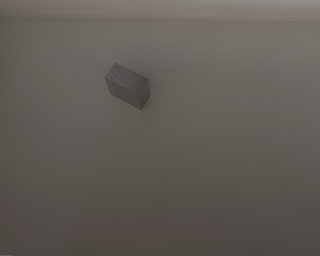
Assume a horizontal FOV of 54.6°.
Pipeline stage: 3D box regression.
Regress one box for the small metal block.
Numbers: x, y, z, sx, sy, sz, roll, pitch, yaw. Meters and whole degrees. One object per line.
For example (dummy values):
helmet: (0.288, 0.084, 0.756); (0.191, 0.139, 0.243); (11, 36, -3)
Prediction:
small metal block: (-0.042, -0.055, 0.416); (0.050, 0.050, 0.025); (28, 73, 10)
